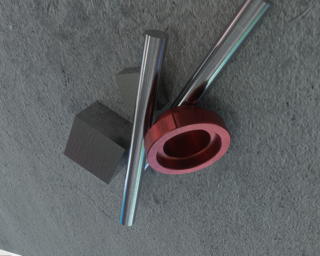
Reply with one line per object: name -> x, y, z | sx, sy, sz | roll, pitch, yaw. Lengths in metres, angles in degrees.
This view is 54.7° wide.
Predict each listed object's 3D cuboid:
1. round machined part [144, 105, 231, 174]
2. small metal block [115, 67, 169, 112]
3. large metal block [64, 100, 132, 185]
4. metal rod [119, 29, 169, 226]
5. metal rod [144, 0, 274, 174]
round machined part -> 0.029, 0.010, 0.365 | 0.099, 0.042, 0.097 | -9, 141, -7
small metal block -> -0.022, -0.049, 0.387 | 0.050, 0.025, 0.050 | -1, 118, 28
large metal block -> -0.083, 0.021, 0.445 | 0.080, 0.050, 0.079 | 34, 129, 5
metal rod -> -0.027, 0.024, 0.401 | 0.025, 0.025, 0.298 | 22, 126, 15
metal rod -> 0.027, -0.024, 0.376 | 0.025, 0.025, 0.298 | 37, 129, 3
